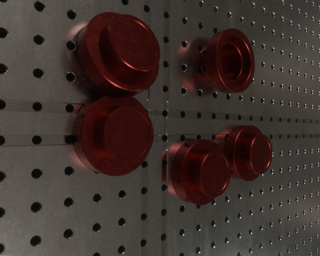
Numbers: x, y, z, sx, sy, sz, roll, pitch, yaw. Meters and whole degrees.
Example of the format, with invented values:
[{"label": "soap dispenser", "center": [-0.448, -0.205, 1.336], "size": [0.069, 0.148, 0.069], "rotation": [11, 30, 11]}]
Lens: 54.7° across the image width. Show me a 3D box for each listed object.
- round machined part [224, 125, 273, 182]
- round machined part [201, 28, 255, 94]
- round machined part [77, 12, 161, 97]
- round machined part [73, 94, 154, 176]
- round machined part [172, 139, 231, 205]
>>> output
[{"label": "round machined part", "center": [0.157, 0.044, 0.533], "size": [0.099, 0.042, 0.097], "rotation": [0, 90, -40]}, {"label": "round machined part", "center": [0.104, -0.103, 0.487], "size": [0.099, 0.042, 0.097], "rotation": [0, 90, -40]}, {"label": "round machined part", "center": [-0.039, -0.088, 0.351], "size": [0.099, 0.042, 0.098], "rotation": [16, 64, -36]}, {"label": "round machined part", "center": [-0.046, 0.007, 0.361], "size": [0.099, 0.042, 0.097], "rotation": [0, 90, -40]}, {"label": "round machined part", "center": [0.067, 0.066, 0.457], "size": [0.099, 0.042, 0.097], "rotation": [0, 90, -40]}]
